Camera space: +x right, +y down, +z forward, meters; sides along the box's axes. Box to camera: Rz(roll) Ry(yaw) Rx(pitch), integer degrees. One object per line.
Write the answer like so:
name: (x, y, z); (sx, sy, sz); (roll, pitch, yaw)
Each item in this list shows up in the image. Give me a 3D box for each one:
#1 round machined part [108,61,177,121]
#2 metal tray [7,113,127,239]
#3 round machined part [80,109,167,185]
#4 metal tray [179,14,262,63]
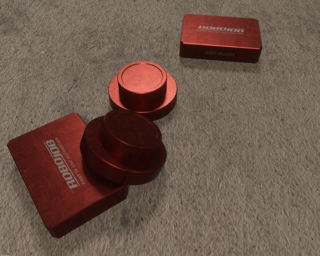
round machined part: (-0.025, -0.058, 0.441); (0.099, 0.042, 0.098); (0, 50, 0)
metal tray: (-0.108, 0.047, 0.359); (0.091, 0.030, 0.130); (-28, 56, -22)
round machined part: (-0.037, 0.015, 0.353); (0.099, 0.042, 0.098); (19, 31, -12)
metal tray: (0.103, -0.155, 0.532); (0.131, 0.030, 0.090); (5, 50, 4)
